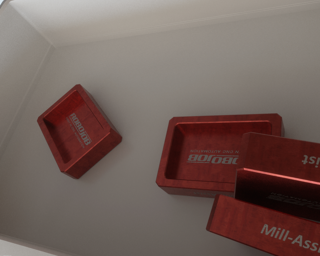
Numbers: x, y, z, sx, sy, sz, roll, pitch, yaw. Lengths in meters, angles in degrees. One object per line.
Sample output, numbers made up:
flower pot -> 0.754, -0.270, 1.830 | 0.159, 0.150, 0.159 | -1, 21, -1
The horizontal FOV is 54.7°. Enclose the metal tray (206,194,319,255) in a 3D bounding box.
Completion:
metal tray -> 0.113, 0.092, 0.246 | 0.130, 0.090, 0.030 | 11, 74, 32

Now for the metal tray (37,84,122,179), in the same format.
metal tray -> -0.124, 0.001, 0.464 | 0.090, 0.030, 0.130 | -41, 51, -1

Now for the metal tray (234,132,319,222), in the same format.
metal tray -> 0.126, 0.046, 0.239 | 0.130, 0.090, 0.030 | 10, 64, 16

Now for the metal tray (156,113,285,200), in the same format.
metal tray -> 0.067, 0.031, 0.347 | 0.130, 0.030, 0.090 | -1, 61, 27
